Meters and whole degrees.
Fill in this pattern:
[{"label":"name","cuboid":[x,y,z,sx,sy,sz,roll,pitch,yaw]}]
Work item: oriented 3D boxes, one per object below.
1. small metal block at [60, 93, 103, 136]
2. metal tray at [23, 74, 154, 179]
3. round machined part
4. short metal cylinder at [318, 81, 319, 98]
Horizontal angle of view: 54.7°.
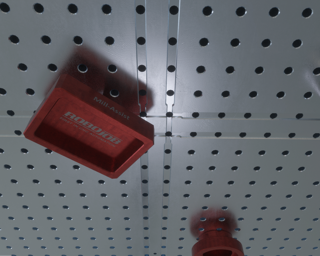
[{"label":"small metal block","cuboid":[-0.096,-0.017,0.396,0.050,0.025,0.050,-1,130,0]},{"label":"metal tray","cuboid":[-0.083,0.004,0.378,0.131,0.030,0.090,31,123,-24]},{"label":"round machined part","cuboid":[0.111,0.235,0.602,0.099,0.042,0.097,0,130,0]},{"label":"short metal cylinder","cuboid":[0.237,-0.040,0.363,0.081,0.050,0.079,0,130,0]}]
